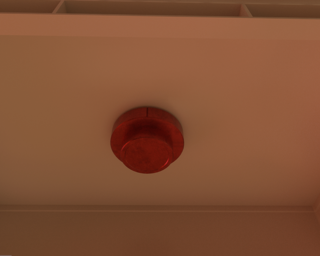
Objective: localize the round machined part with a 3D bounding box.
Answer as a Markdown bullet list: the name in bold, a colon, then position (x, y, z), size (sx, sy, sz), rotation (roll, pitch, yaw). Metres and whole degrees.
- **round machined part**: position (-0.017, 0.023, 0.413), size (0.099, 0.042, 0.097), rotation (-1, 130, 0)
